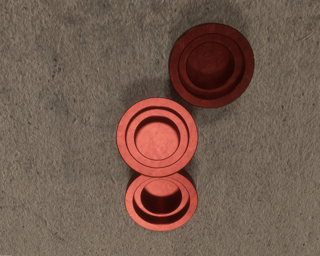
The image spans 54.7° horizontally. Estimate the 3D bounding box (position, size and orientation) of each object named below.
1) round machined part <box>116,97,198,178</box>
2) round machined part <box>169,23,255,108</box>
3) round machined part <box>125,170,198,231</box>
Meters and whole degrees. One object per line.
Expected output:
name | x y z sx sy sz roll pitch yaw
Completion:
round machined part | -0.004 0.014 0.391 0.099 0.042 0.098 0 78 -1
round machined part | 0.059 -0.076 0.374 0.099 0.042 0.097 0 110 -1
round machined part | 0.002 0.091 0.435 0.099 0.042 0.097 0 110 -1
